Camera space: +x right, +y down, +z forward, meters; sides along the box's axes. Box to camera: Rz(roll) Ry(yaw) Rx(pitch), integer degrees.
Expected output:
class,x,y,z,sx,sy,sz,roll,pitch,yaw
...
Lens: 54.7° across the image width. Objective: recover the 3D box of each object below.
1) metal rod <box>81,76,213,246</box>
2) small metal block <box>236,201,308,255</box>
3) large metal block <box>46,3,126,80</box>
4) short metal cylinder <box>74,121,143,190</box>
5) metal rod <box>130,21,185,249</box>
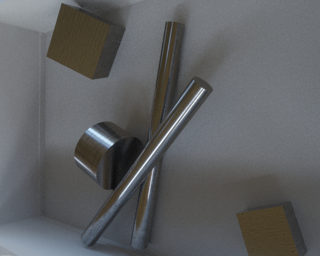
class,x,y,z,sx,sy,sz,roll,pitch,yaw
metal rod,-0.031,0.060,0.396,0.025,0.025,0.298,52,122,27
small metal block,0.112,0.105,0.313,0.050,0.025,0.050,-23,75,37
large metal block,-0.109,-0.127,0.459,0.080,0.050,0.079,27,109,10
short metal cylinder,-0.068,0.037,0.425,0.050,0.081,0.079,30,109,35
metal rod,-0.005,0.015,0.408,0.025,0.025,0.298,15,100,38
